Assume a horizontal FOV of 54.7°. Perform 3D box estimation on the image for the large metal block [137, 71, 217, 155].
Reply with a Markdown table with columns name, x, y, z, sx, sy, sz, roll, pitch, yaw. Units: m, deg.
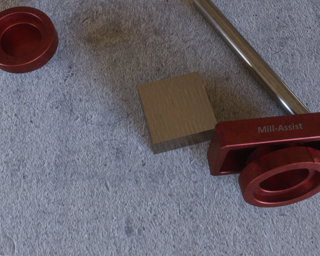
| name | x | y | z | sx | sy | sz | roll | pitch | yaw |
| --- | --- | --- | --- | --- | --- | --- | --- | --- | --- |
| large metal block | 0.021 | -0.019 | 0.402 | 0.081 | 0.050 | 0.080 | -14 | 71 | -6 |

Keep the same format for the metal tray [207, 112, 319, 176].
| name | x | y | z | sx | sy | sz | roll | pitch | yaw |
| --- | --- | --- | --- | --- | --- | --- | --- | --- | --- |
| metal tray | 0.127 | 0.021 | 0.365 | 0.131 | 0.090 | 0.030 | -6 | 61 | -3 |

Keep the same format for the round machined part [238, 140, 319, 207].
| name | x | y | z | sx | sy | sz | roll | pitch | yaw |
| --- | --- | --- | --- | --- | --- | --- | --- | --- | --- |
| round machined part | 0.139 | 0.050 | 0.357 | 0.099 | 0.097 | 0.042 | -6 | 50 | -3 |

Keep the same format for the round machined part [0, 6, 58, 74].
| name | x | y | z | sx | sy | sz | roll | pitch | yaw |
| --- | --- | --- | --- | --- | --- | --- | --- | --- | --- |
| round machined part | -0.194 | -0.120 | 0.441 | 0.099 | 0.042 | 0.098 | 0 | 70 | -1 |

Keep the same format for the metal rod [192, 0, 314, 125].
| name | x | y | z | sx | sy | sz | roll | pitch | yaw |
| --- | --- | --- | --- | --- | --- | --- | --- | --- | --- |
| metal rod | 0.143 | -0.082 | 0.439 | 0.025 | 0.025 | 0.299 | -32 | 73 | -11 |
